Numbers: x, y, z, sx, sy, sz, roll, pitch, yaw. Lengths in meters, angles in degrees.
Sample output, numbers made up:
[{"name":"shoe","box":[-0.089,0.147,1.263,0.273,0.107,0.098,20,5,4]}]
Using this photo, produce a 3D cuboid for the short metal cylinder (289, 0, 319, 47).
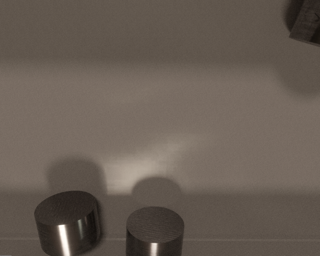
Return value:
[{"name":"short metal cylinder","box":[0.193,-0.114,0.343,0.081,0.080,0.050,14,110,-6]}]

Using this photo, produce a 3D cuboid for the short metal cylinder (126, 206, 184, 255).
[{"name":"short metal cylinder","box":[-0.008,0.156,0.439,0.081,0.080,0.050,3,110,-2]}]

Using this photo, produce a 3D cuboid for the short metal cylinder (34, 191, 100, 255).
[{"name":"short metal cylinder","box":[-0.127,0.130,0.428,0.081,0.080,0.050,-2,110,0]}]
